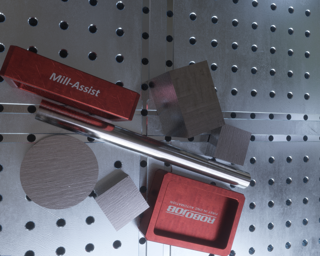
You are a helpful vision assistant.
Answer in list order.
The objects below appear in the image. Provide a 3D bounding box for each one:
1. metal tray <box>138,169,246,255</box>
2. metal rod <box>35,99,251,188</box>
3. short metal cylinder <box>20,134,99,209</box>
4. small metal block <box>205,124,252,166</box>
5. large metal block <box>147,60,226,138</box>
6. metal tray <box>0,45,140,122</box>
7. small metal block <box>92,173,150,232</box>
[{"bbox_3d":[0.046,0.117,0.426,0.131,0.030,0.090,19,84,-19],"label":"metal tray"},{"bbox_3d":[-0.008,0.028,0.410,0.302,0.025,0.025,20,83,-19],"label":"metal rod"},{"bbox_3d":[-0.115,0.047,0.356,0.081,0.050,0.080,0,90,-20],"label":"short metal cylinder"},{"bbox_3d":[0.099,0.024,0.449,0.050,0.025,0.050,18,84,-19],"label":"small metal block"},{"bbox_3d":[0.031,-0.034,0.396,0.050,0.080,0.080,-20,97,-19],"label":"large metal block"},{"bbox_3d":[-0.097,-0.042,0.341,0.131,0.090,0.030,20,84,-19],"label":"metal tray"},{"bbox_3d":[-0.050,0.093,0.395,0.050,0.025,0.050,-34,101,-17],"label":"small metal block"}]
